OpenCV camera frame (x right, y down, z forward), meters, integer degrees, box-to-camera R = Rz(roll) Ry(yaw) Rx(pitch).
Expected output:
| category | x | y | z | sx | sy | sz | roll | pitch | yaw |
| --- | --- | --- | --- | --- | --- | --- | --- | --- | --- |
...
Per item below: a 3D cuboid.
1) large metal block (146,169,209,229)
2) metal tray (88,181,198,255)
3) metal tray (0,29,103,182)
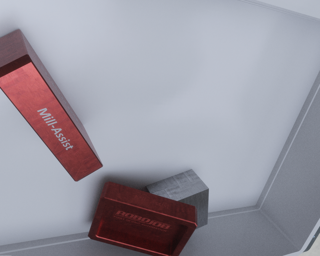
| category | x | y | z | sx | sy | sz | roll | pitch | yaw |
| --- | --- | --- | --- | --- | --- | --- | --- | --- | --- |
| large metal block | 0.028 | 0.122 | 0.485 | 0.081 | 0.050 | 0.079 | -17 | 125 | -19 |
| metal tray | -0.025 | 0.131 | 0.427 | 0.131 | 0.030 | 0.089 | 18 | 123 | -7 |
| metal tray | -0.106 | -0.020 | 0.296 | 0.030 | 0.090 | 0.130 | -31 | 129 | -9 |
